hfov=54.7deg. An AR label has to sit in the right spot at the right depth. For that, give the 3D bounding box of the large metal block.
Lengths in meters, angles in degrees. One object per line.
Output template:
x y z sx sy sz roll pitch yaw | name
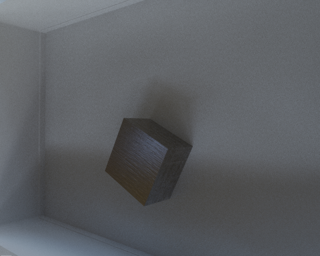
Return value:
-0.017 0.041 0.402 0.080 0.050 0.079 34 111 34 | large metal block
